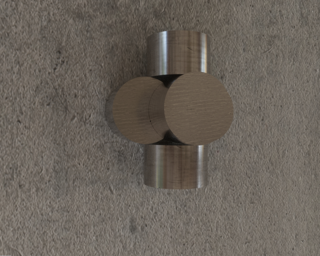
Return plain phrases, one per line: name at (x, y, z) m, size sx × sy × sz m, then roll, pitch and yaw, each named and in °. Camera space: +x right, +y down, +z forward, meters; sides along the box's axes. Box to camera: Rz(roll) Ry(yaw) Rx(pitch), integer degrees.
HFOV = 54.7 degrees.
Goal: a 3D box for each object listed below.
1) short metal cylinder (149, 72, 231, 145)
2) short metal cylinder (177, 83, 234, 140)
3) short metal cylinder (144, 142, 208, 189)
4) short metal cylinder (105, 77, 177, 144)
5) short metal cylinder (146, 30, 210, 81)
short metal cylinder at (0.033, -0.021, 0.356) m, size 0.081 × 0.050 × 0.079 m, roll 0°, pitch 90°, yaw -21°
short metal cylinder at (0.050, -0.022, 0.417) m, size 0.081 × 0.050 × 0.079 m, roll 0°, pitch 90°, yaw -21°
short metal cylinder at (0.020, 0.044, 0.390) m, size 0.081 × 0.080 × 0.050 m, roll 0°, pitch 90°, yaw -20°
short metal cylinder at (-0.025, -0.021, 0.388) m, size 0.081 × 0.050 × 0.079 m, roll 0°, pitch 90°, yaw -21°
short metal cylinder at (0.023, -0.086, 0.391) m, size 0.081 × 0.080 × 0.050 m, roll 0°, pitch 90°, yaw -20°
